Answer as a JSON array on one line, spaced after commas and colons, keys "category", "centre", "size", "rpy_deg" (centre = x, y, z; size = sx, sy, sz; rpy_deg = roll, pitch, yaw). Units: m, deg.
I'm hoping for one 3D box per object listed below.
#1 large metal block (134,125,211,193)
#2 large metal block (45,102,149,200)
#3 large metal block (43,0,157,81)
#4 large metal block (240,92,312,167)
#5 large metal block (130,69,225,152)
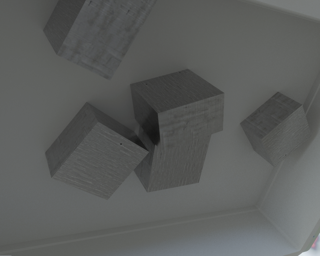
[{"category": "large metal block", "centre": [0.015, 0.035, 0.424], "size": [0.081, 0.050, 0.079], "rpy_deg": [-5, 121, -26]}, {"category": "large metal block", "centre": [-0.075, 0.029, 0.371], "size": [0.080, 0.050, 0.080], "rpy_deg": [-50, 129, 7]}, {"category": "large metal block", "centre": [-0.058, -0.101, 0.280], "size": [0.050, 0.080, 0.080], "rpy_deg": [23, 106, -37]}, {"category": "large metal block", "centre": [0.188, 0.003, 0.500], "size": [0.080, 0.050, 0.080], "rpy_deg": [-40, 130, -1]}, {"category": "large metal block", "centre": [0.019, -0.025, 0.370], "size": [0.081, 0.080, 0.050], "rpy_deg": [-18, 126, -18]}]
